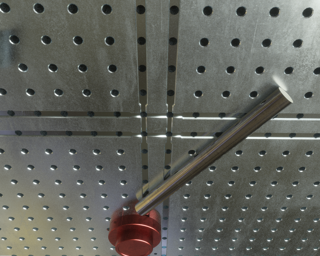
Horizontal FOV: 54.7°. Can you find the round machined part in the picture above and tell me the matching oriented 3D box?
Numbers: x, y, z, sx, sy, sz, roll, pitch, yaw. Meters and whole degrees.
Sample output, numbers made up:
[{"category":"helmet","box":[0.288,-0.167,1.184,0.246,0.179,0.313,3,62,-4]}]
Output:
[{"category":"round machined part","box":[-0.047,0.207,0.576,0.099,0.042,0.097,0,130,0]}]

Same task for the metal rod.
[{"category":"metal rod","box":[0.061,0.049,0.453,0.025,0.025,0.299,31,123,-24]}]
